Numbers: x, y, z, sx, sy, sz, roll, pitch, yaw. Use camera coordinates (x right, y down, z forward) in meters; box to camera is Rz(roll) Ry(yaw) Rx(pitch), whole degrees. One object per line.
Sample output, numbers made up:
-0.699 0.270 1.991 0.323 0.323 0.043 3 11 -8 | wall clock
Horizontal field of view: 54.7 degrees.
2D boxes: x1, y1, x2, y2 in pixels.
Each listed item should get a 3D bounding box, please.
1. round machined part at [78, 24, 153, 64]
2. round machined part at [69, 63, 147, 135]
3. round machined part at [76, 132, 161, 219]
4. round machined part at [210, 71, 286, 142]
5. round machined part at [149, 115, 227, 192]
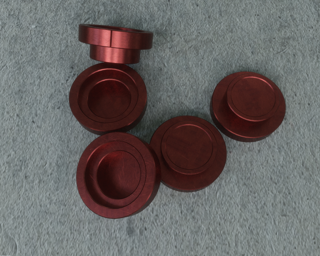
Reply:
-0.060 -0.114 0.421 0.099 0.098 0.042 8 110 3 | round machined part
-0.066 -0.035 0.411 0.099 0.042 0.098 0 70 0 | round machined part
-0.045 0.056 0.368 0.098 0.042 0.098 -3 78 17 | round machined part
0.118 -0.033 0.412 0.099 0.042 0.098 0 70 0 | round machined part
0.035 0.029 0.389 0.099 0.042 0.098 0 70 0 | round machined part
